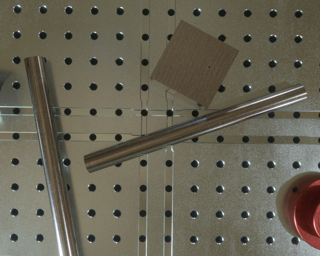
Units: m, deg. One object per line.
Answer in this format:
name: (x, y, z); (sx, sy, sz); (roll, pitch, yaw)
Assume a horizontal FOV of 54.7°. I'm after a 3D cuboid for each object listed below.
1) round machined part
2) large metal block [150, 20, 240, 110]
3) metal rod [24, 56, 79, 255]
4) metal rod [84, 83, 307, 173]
round machined part: (0.226, 0.115, 0.406); (0.099, 0.042, 0.097); (0, 90, 0)
large metal block: (0.042, -0.078, 0.401); (0.080, 0.050, 0.080); (28, 90, 0)
metal rod: (-0.141, 0.055, 0.412); (0.025, 0.025, 0.298); (-10, 90, 0)
metal rod: (0.047, 0.000, 0.413); (0.302, 0.025, 0.025); (-19, 90, 0)
